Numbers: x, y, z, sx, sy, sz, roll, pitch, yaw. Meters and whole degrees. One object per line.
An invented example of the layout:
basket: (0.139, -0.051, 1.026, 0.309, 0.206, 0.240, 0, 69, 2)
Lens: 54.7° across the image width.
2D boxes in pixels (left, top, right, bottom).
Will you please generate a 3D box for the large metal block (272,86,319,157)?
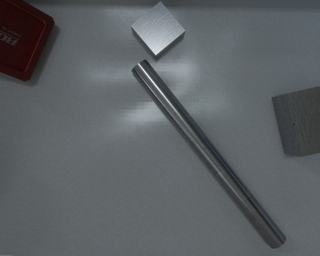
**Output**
large metal block: (0.202, -0.012, 0.402, 0.080, 0.050, 0.080, -13, 90, -1)

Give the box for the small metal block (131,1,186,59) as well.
small metal block: (-0.002, -0.129, 0.411, 0.050, 0.025, 0.050, -40, 91, 0)

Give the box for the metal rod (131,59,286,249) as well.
metal rod: (0.065, 0.035, 0.412, 0.025, 0.025, 0.300, -38, 91, 0)

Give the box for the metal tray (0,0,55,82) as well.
metal tray: (-0.205, -0.121, 0.366, 0.131, 0.030, 0.090, 23, 90, -43)
